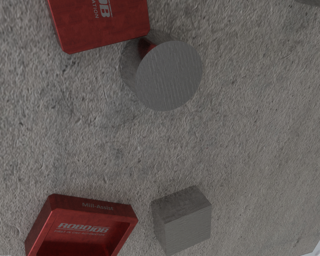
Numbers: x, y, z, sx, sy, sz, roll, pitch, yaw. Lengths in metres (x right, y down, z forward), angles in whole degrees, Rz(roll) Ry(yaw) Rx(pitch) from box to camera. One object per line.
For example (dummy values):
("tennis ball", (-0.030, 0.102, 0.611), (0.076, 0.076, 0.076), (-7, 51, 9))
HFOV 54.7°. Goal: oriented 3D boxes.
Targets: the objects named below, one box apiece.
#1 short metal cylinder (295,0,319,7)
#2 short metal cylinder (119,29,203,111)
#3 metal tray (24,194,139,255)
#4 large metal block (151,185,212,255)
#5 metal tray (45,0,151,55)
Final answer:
("short metal cylinder", (0.211, -0.193, 0.386), (0.081, 0.050, 0.079), (-14, 124, -21))
("short metal cylinder", (0.001, -0.065, 0.350), (0.081, 0.050, 0.079), (-14, 124, -21))
("metal tray", (-0.107, 0.145, 0.434), (0.131, 0.030, 0.090), (20, 108, -36))
("large metal block", (0.035, 0.150, 0.503), (0.081, 0.050, 0.079), (-17, 125, -19))
("metal tray", (-0.063, -0.142, 0.281), (0.091, 0.030, 0.129), (-20, 126, -17))
